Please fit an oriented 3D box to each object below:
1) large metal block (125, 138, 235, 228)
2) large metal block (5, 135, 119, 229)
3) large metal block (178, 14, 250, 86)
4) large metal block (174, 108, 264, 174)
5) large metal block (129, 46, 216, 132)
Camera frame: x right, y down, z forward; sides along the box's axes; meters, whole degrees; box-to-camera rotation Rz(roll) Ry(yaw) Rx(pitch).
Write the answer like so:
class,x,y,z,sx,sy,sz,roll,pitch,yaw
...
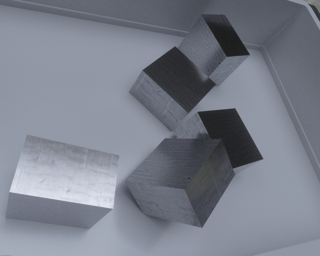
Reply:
class,x,y,z,sx,sy,sz,roll,pitch,yaw
large metal block,0.024,0.055,0.342,0.080,0.080,0.050,-45,121,-39
large metal block,-0.092,0.055,0.288,0.081,0.080,0.050,15,56,-20
large metal block,0.081,-0.120,0.489,0.050,0.080,0.080,-13,69,-34
large metal block,0.078,0.023,0.412,0.081,0.050,0.080,-7,65,-42
large metal block,0.018,-0.056,0.435,0.080,0.050,0.080,44,51,1
